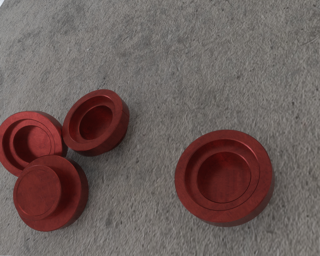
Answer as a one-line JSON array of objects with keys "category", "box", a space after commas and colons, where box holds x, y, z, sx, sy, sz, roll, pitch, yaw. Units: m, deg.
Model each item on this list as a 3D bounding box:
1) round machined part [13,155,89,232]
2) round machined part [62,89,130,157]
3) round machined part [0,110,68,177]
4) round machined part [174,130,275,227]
[{"category": "round machined part", "box": [-0.146, 0.083, 0.399, 0.098, 0.042, 0.098, -3, 78, 15]}, {"category": "round machined part", "box": [-0.086, -0.004, 0.440, 0.098, 0.042, 0.098, -13, 56, 21]}, {"category": "round machined part", "box": [-0.182, 0.023, 0.454, 0.099, 0.042, 0.097, 1, 96, 5]}, {"category": "round machined part", "box": [0.068, 0.054, 0.324, 0.098, 0.042, 0.098, -13, 56, 21]}]
